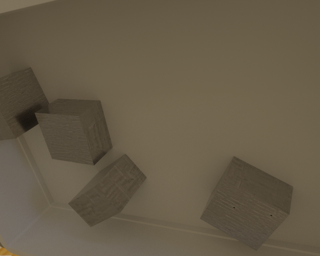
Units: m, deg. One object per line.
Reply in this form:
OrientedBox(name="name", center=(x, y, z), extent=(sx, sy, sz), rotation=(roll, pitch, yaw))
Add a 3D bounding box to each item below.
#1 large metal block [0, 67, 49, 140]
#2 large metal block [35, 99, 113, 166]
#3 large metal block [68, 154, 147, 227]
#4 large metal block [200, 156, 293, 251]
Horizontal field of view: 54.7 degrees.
OrientedBox(name="large metal block", center=(-0.222, -0.036, 0.468), extent=(0.050, 0.080, 0.080), rotation=(-6, 115, 31))
OrientedBox(name="large metal block", center=(-0.126, 0.004, 0.462), extent=(0.080, 0.050, 0.079), rotation=(5, 121, 26))
OrientedBox(name="large metal block", center=(-0.079, 0.095, 0.474), extent=(0.080, 0.080, 0.050), rotation=(-35, 99, 38))
OrientedBox(name="large metal block", center=(0.109, 0.096, 0.394), extent=(0.080, 0.050, 0.079), rotation=(28, 128, 10))
